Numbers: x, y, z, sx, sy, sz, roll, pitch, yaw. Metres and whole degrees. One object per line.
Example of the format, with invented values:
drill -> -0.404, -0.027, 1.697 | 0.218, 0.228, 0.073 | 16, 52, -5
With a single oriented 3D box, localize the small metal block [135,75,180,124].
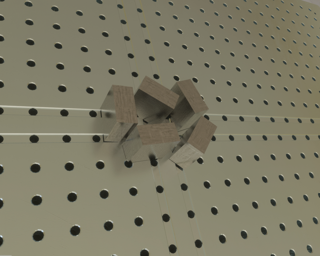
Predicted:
small metal block -> -0.011, -0.033, 0.406 | 0.050, 0.050, 0.025 | 30, 53, -10

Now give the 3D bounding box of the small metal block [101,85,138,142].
small metal block -> -0.050, -0.016, 0.374 | 0.025, 0.050, 0.050 | 3, 61, -26

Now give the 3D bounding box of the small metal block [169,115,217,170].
small metal block -> 0.043, 0.019, 0.402 | 0.025, 0.050, 0.050 | 36, 51, -3

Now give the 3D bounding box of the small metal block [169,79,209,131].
small metal block -> 0.033, -0.031, 0.427 | 0.025, 0.050, 0.050 | -17, 70, -35

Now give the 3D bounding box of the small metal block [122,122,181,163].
small metal block -> -0.011, 0.018, 0.374 | 0.050, 0.050, 0.025 | -5, 64, -31
